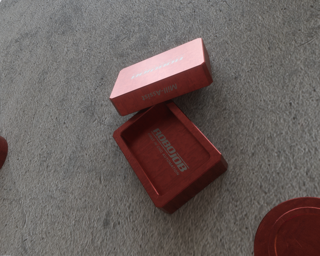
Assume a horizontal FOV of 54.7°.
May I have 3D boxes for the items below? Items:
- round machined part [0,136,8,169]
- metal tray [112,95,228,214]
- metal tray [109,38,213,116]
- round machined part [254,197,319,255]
[{"bbox_3d":[-0.312,0.048,0.524,0.098,0.042,0.098,-13,56,20],"label":"round machined part"},{"bbox_3d":[0.007,0.026,0.379,0.090,0.030,0.130,-39,51,1],"label":"metal tray"},{"bbox_3d":[0.002,-0.070,0.421,0.130,0.030,0.090,-18,32,17],"label":"metal tray"},{"bbox_3d":[0.129,0.105,0.261,0.098,0.042,0.098,-13,56,20],"label":"round machined part"}]
